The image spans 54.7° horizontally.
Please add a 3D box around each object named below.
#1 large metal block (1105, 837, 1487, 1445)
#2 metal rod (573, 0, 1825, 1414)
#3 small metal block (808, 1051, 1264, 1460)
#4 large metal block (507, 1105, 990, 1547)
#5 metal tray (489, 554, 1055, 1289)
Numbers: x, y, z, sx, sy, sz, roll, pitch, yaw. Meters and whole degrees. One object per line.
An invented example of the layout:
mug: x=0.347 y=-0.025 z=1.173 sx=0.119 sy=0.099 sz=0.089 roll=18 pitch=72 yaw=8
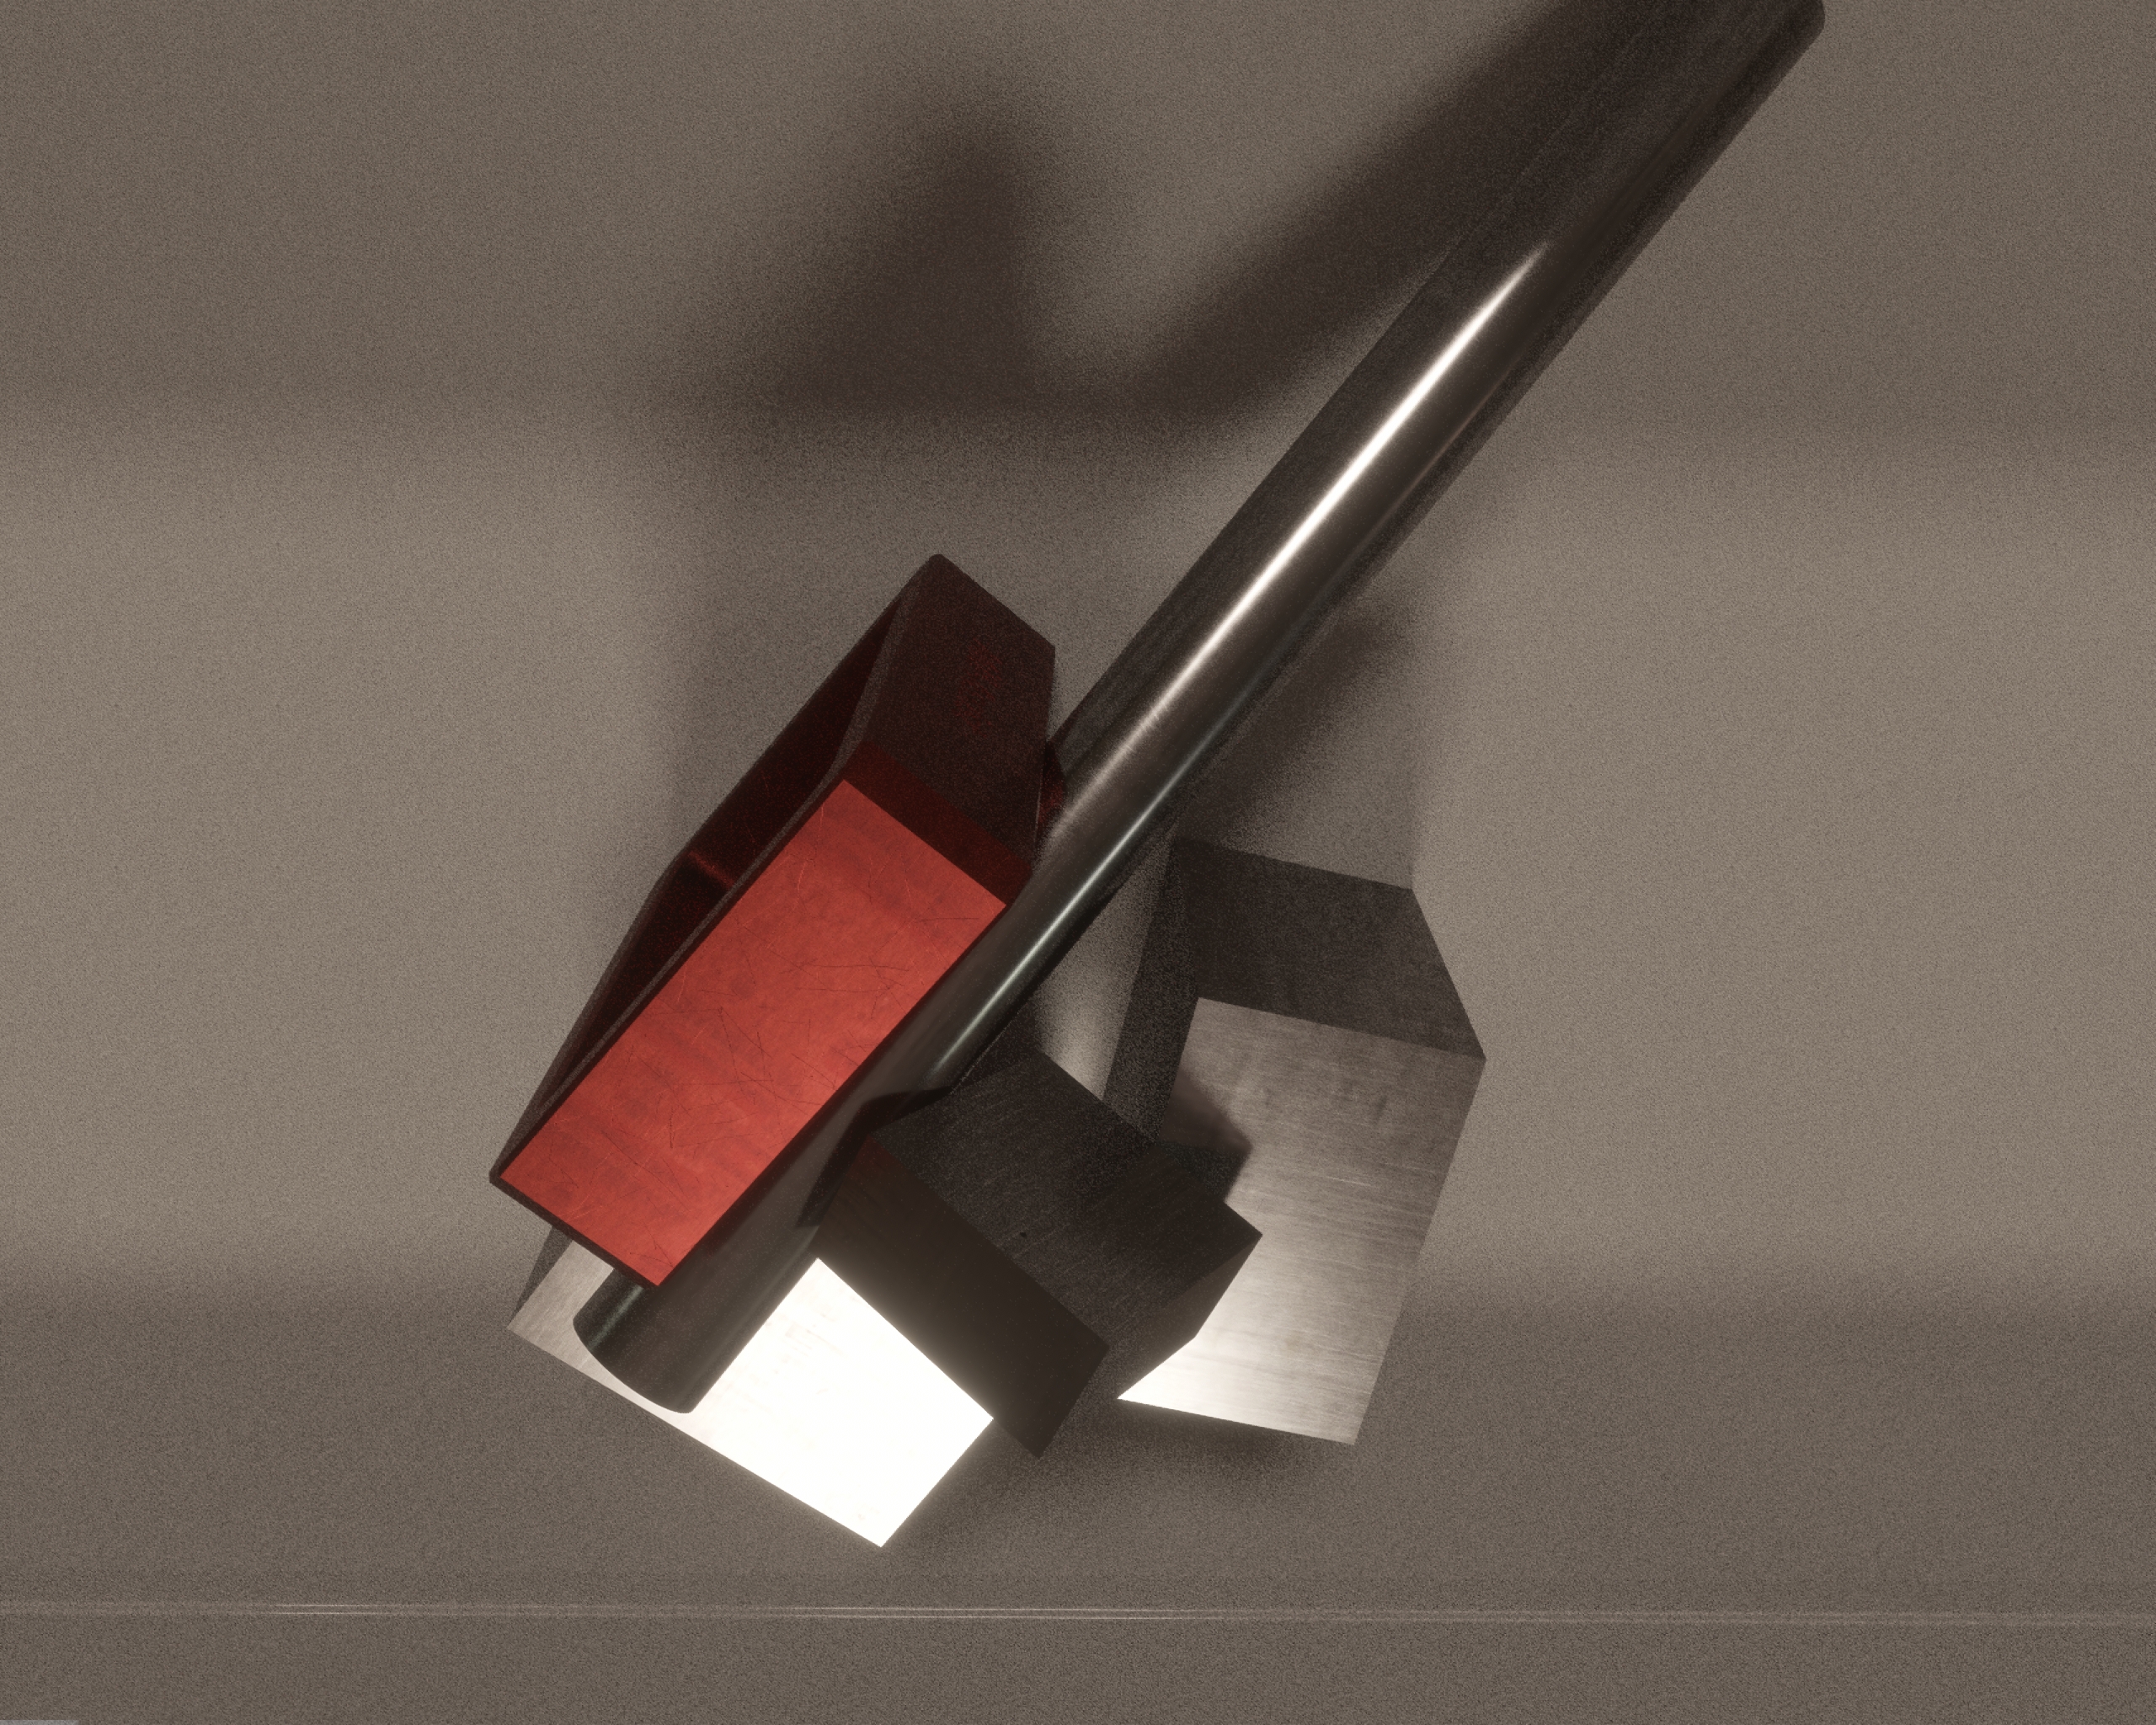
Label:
large metal block: x=0.035 y=0.050 z=0.401 sx=0.050 sy=0.080 sz=0.079 roll=13 pitch=110 yaw=-5
metal rod: x=0.022 y=-0.033 z=0.350 sx=0.025 sy=0.025 sz=0.300 roll=40 pitch=88 yaw=-14
small metal block: x=-0.006 y=0.062 z=0.340 sx=0.050 sy=0.050 sz=0.025 roll=38 pitch=117 yaw=19
large metal block: x=-0.054 y=0.072 z=0.408 sx=0.080 sy=0.080 sz=0.050 roll=35 pitch=106 yaw=-12
metal tray: x=-0.045 y=0.003 z=0.354 sx=0.030 sy=0.130 sz=0.090 roll=39 pitch=106 yaw=-12
